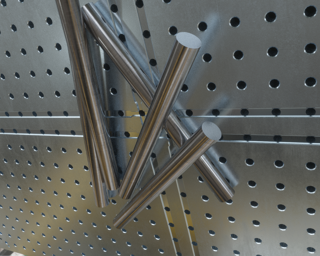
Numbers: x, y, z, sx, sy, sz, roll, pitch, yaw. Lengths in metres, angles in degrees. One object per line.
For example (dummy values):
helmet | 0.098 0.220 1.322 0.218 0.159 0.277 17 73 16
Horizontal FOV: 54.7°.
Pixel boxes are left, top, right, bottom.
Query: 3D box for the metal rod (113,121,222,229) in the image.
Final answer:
metal rod | -0.008 0.085 0.445 0.025 0.025 0.298 39 136 1

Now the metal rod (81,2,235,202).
metal rod | 0.000 -0.025 0.394 0.025 0.025 0.300 -30 102 37

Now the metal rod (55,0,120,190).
metal rod | -0.090 -0.028 0.421 0.025 0.025 0.298 10 129 22

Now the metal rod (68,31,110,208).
metal rod | -0.104 0.003 0.465 0.025 0.025 0.298 12 124 21

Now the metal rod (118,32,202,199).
metal rod | -0.015 0.012 0.396 0.025 0.025 0.298 32 137 7
